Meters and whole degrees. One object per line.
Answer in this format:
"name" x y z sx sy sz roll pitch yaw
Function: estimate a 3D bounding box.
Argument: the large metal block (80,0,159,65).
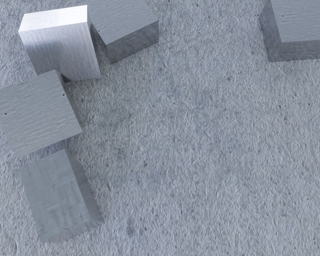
"large metal block" -0.057 -0.152 0.450 0.080 0.050 0.080 -29 73 -10

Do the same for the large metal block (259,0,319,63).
"large metal block" 0.198 -0.146 0.449 0.081 0.050 0.080 -5 70 -2

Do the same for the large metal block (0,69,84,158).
"large metal block" -0.149 -0.019 0.384 0.080 0.050 0.080 -23 99 -8

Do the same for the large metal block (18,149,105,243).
"large metal block" -0.107 0.079 0.349 0.050 0.080 0.080 -24 72 -8

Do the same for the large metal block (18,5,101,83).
"large metal block" -0.127 -0.108 0.410 0.081 0.080 0.050 -10 45 -4
